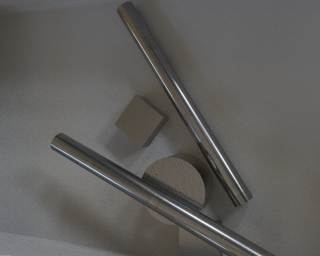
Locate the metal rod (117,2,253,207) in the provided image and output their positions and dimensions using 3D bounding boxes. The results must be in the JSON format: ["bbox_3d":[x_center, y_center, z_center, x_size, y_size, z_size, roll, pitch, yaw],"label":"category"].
[{"bbox_3d":[0.026,-0.038,0.400,0.025,0.025,0.299,-33,80,16],"label":"metal rod"}]

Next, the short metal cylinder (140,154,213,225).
[{"bbox_3d":[0.022,0.074,0.389,0.080,0.050,0.079,0,90,19],"label":"short metal cylinder"}]

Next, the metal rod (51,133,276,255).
[{"bbox_3d":[-0.005,0.082,0.358,0.301,0.025,0.025,27,99,17],"label":"metal rod"}]

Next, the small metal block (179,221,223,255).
[{"bbox_3d":[0.052,0.144,0.392,0.050,0.025,0.050,-1,90,19],"label":"small metal block"}]

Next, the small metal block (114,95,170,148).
[{"bbox_3d":[-0.024,-0.009,0.418,0.050,0.025,0.050,40,102,15],"label":"small metal block"}]
